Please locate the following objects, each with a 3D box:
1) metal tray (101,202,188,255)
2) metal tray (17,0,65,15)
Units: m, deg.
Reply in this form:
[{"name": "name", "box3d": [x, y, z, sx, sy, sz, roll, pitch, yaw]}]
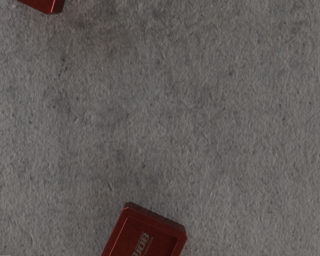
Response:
[{"name": "metal tray", "box3d": [-0.031, 0.175, 0.407, 0.090, 0.030, 0.129, 25, 90, -1]}, {"name": "metal tray", "box3d": [-0.151, -0.220, 0.381, 0.090, 0.030, 0.129, 26, 113, -1]}]
